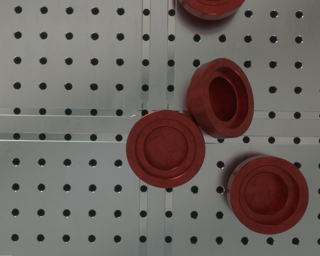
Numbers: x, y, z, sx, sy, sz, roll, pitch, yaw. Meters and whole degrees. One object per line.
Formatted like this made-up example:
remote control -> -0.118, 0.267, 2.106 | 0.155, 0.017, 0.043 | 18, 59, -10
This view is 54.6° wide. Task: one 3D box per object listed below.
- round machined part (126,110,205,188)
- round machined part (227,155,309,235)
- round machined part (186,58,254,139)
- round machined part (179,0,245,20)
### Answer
round machined part -> 0.008, 0.025, 0.403 | 0.098, 0.042, 0.097 | 0, 92, 2
round machined part -> 0.136, 0.084, 0.406 | 0.099, 0.042, 0.097 | 0, 90, 0
round machined part -> 0.071, -0.034, 0.389 | 0.099, 0.042, 0.098 | 7, 79, -39
round machined part -> 0.067, -0.190, 0.405 | 0.099, 0.042, 0.097 | 0, 90, 0
